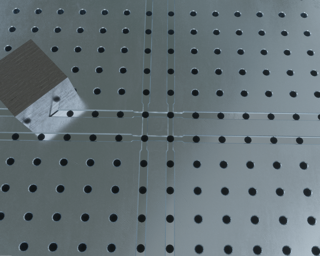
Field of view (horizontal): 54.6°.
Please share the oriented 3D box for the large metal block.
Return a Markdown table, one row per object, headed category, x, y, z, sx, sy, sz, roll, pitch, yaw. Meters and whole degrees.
| category | x | y | z | sx | sy | sz | roll | pitch | yaw |
| --- | --- | --- | --- | --- | --- | --- | --- | --- | --- |
| large metal block | -0.174 | -0.058 | 0.419 | 0.080 | 0.050 | 0.080 | -42 | 75 | -14 |
